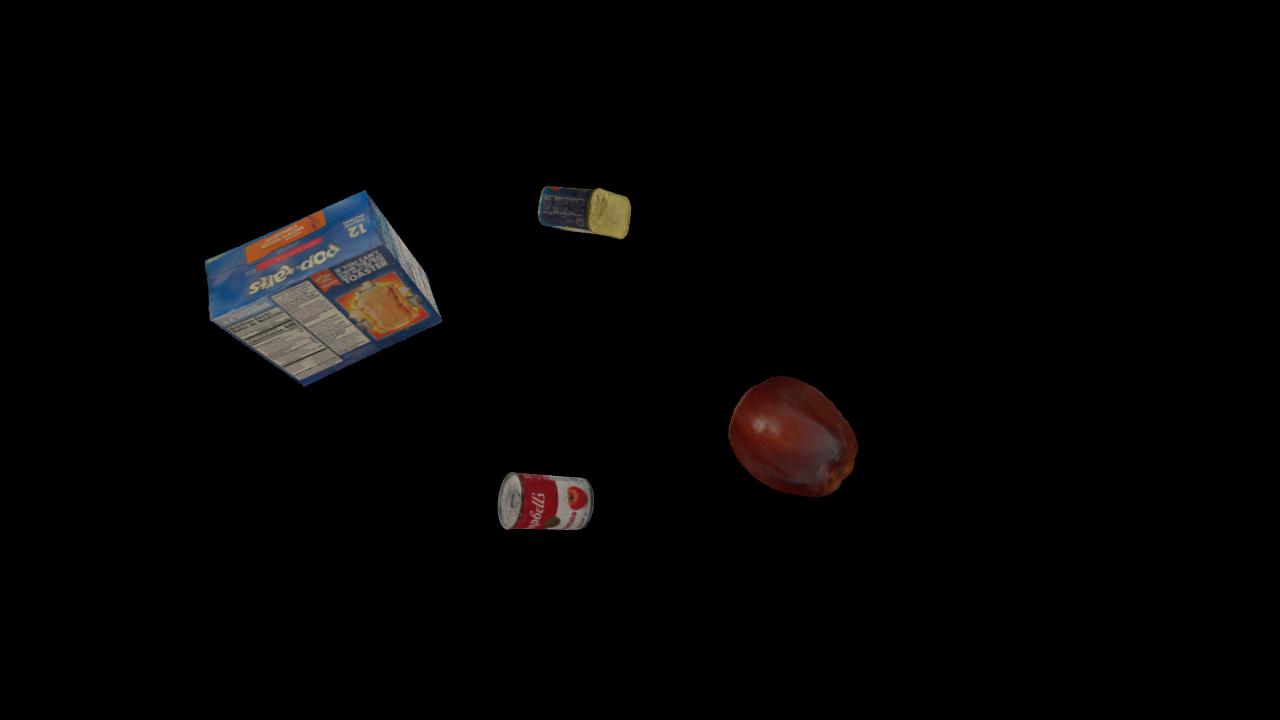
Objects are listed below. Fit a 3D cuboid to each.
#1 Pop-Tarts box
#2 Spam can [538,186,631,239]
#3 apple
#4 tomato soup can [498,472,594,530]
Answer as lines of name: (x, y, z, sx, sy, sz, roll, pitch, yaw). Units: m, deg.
Pop-Tarts box: (-0.317, -0.069, 0.635, 0.167, 0.083, 0.141, -27, -28, -6)
Spam can: (-0.074, -0.198, 0.826, 0.085, 0.058, 0.101, 12, 9, 27)
apple: (0.106, 0.056, 0.439, 0.093, 0.079, 0.079, 34, 21, 33)
tomato soup can: (-0.116, 0.176, 0.762, 0.101, 0.068, 0.068, 12, -7, -35)
